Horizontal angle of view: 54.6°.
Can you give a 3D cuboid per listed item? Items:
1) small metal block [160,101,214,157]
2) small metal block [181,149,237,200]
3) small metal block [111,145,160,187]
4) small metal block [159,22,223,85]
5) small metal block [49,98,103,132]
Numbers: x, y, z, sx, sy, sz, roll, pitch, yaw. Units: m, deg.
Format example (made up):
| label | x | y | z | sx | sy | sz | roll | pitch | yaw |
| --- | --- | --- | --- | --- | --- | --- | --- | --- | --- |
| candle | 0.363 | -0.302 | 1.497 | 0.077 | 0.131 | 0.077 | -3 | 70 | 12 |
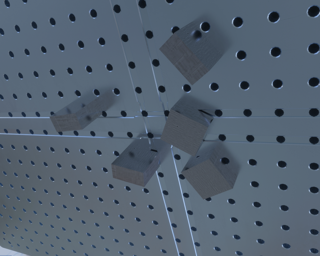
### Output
| label | x | y | z | sx | sy | sz | roll | pitch | yaw |
| --- | --- | --- | --- | --- | --- | --- | --- | --- | --- |
| small metal block | 0.034 | 0.001 | 0.394 | 0.050 | 0.025 | 0.050 | 27 | 128 | 11 |
| small metal block | 0.066 | 0.063 | 0.416 | 0.050 | 0.025 | 0.050 | -33 | 100 | 38 |
| small metal block | -0.034 | 0.054 | 0.447 | 0.050 | 0.050 | 0.025 | 12 | 124 | 21 |
| small metal block | 0.034 | -0.080 | 0.328 | 0.050 | 0.050 | 0.025 | 47 | 129 | -5 |
| small metal block | -0.120 | -0.019 | 0.448 | 0.050 | 0.050 | 0.025 | -5 | 116 | 31 |
